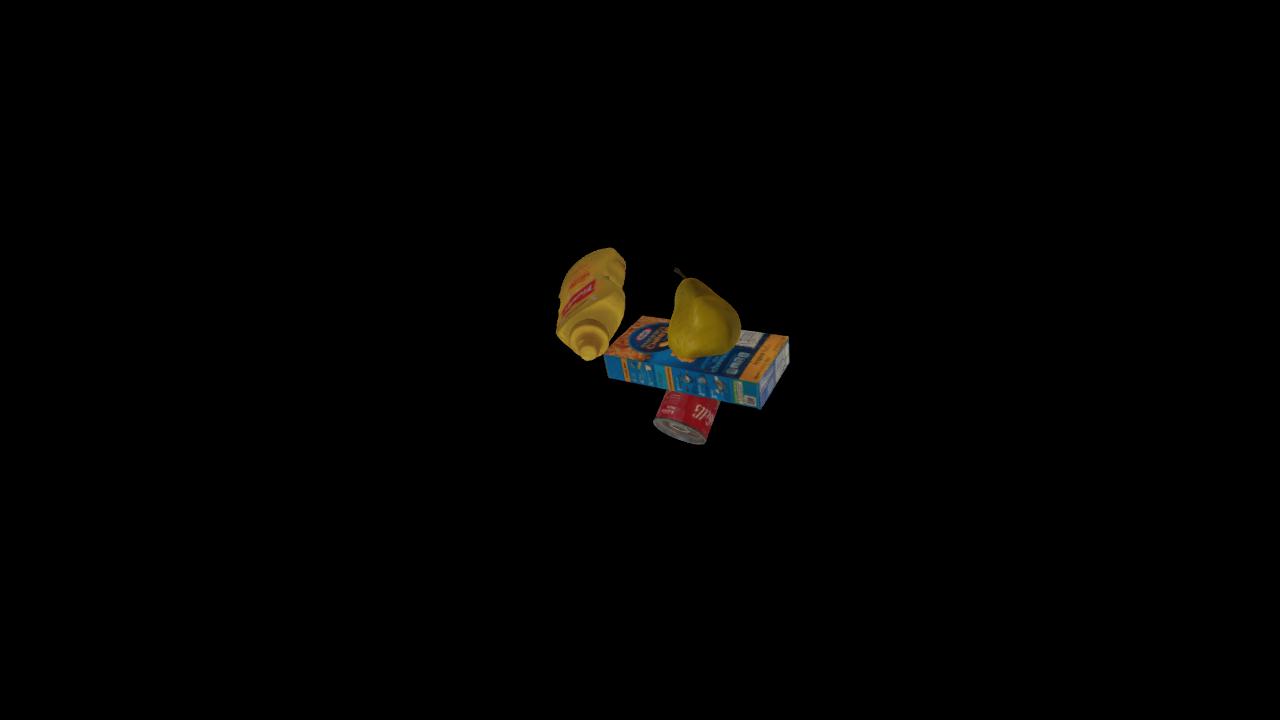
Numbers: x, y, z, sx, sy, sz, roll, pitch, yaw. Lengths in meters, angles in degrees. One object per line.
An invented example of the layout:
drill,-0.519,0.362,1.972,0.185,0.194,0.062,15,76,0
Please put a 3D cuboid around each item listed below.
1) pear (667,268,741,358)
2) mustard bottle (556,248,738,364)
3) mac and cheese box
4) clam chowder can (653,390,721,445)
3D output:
pear,0.065,-0.053,0.662,0.080,0.111,0.080,-7,-15,-2
mustard bottle,-0.055,-0.057,0.700,0.092,0.054,0.184,-29,31,17
mac and cheese box,0.061,-0.002,0.673,0.184,0.041,0.093,10,38,29
clam chowder can,0.065,0.042,0.744,0.068,0.102,0.068,20,-20,8
